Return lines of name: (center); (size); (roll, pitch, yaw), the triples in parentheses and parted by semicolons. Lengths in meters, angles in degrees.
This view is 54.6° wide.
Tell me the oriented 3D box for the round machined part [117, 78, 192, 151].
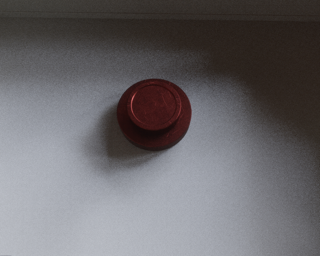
round machined part: (-0.007, -0.022, 0.406); (0.099, 0.042, 0.098); (0, 70, 0)
